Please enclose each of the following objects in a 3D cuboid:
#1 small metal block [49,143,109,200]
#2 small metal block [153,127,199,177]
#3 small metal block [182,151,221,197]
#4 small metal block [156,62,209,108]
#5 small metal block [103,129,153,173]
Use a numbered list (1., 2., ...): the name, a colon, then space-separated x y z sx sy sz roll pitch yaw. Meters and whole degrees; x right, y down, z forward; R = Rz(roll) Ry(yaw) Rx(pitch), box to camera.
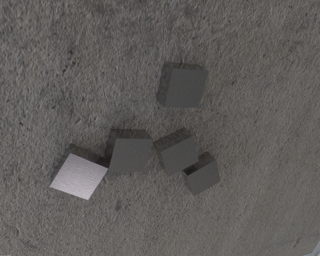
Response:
1. small metal block: -0.099 0.054 0.380 0.050 0.025 0.050 28 103 -26
2. small metal block: 0.024 0.034 0.441 0.050 0.025 0.050 -26 128 -12
3. small metal block: 0.064 0.072 0.486 0.050 0.025 0.050 -27 128 -11
4. small metal block: 0.027 -0.053 0.389 0.050 0.025 0.050 -2 119 -28
5. small metal block: -0.042 0.029 0.402 0.050 0.025 0.050 3 117 -30
